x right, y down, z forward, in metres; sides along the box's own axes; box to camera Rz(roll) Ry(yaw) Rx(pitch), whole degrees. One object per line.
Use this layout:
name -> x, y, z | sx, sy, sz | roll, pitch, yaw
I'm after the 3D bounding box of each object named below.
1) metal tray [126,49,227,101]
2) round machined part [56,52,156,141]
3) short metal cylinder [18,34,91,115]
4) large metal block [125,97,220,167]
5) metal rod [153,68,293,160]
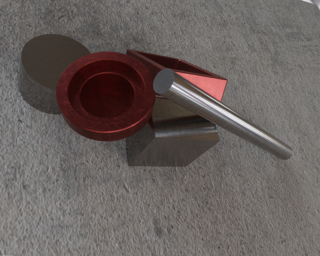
metal tray -> 0.014, -0.070, 0.406 | 0.091, 0.030, 0.130 | 4, 20, -26
round machined part -> -0.055, -0.030, 0.327 | 0.099, 0.042, 0.098 | 3, 62, -5
short metal cylinder -> -0.121, -0.062, 0.363 | 0.081, 0.050, 0.080 | 14, 56, -21
large metal block -> 0.011, 0.009, 0.372 | 0.081, 0.080, 0.050 | 4, 60, -26
metal rod -> 0.101, -0.002, 0.387 | 0.301, 0.025, 0.025 | 23, 49, -45
